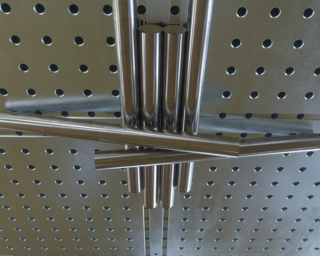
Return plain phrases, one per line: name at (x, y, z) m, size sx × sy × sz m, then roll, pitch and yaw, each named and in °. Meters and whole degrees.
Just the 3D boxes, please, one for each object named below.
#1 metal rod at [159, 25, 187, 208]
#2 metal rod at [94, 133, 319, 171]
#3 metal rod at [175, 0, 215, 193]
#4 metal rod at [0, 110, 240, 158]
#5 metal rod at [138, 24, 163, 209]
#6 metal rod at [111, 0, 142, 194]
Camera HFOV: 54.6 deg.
metal rod at (0.013, 0.010, 0.422) m, size 0.025 × 0.025 × 0.298 m, roll 1°, pitch 130°, yaw -1°
metal rod at (0.068, 0.030, 0.411) m, size 0.302 × 0.025 × 0.025 m, roll -4°, pitch 131°, yaw -8°
metal rod at (0.039, -0.021, 0.392) m, size 0.025 × 0.025 × 0.298 m, roll 1°, pitch 130°, yaw -1°
metal rod at (-0.056, 0.007, 0.386) m, size 0.301 × 0.025 × 0.025 m, roll 7°, pitch 131°, yaw 6°
metal rod at (-0.013, 0.011, 0.419) m, size 0.025 × 0.025 × 0.298 m, roll 1°, pitch 130°, yaw -1°
metal rod at (-0.037, -0.020, 0.393) m, size 0.025 × 0.025 × 0.298 m, roll 1°, pitch 130°, yaw -1°
